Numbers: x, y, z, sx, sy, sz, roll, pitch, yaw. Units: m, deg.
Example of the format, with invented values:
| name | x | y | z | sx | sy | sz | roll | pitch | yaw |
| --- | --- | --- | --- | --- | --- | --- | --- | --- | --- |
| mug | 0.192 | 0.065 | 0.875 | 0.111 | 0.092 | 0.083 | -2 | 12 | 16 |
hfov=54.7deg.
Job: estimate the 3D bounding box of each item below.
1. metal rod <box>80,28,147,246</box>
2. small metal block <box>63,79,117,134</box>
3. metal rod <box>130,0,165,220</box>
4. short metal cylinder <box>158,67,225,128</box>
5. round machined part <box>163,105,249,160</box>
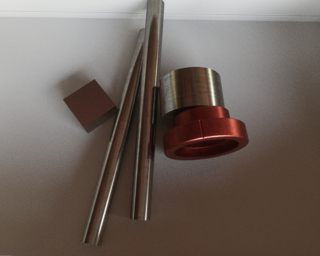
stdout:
| name | x | y | z | sx | sy | sz | roll | pitch | yaw |
| --- | --- | --- | --- | --- | --- | --- | --- | --- | --- |
| metal rod | -0.049 | -0.003 | 0.410 | 0.025 | 0.025 | 0.299 | 11 | 70 | 4 |
| small metal block | -0.093 | -0.029 | 0.419 | 0.050 | 0.025 | 0.050 | -36 | 74 | -13 |
| metal rod | -0.015 | -0.035 | 0.407 | 0.025 | 0.025 | 0.299 | 3 | 75 | 1 |
| short metal cylinder | 0.040 | -0.035 | 0.394 | 0.081 | 0.080 | 0.050 | -3 | 70 | -2 |
| round machined part | 0.052 | 0.006 | 0.369 | 0.099 | 0.098 | 0.042 | -6 | 71 | -3 |
